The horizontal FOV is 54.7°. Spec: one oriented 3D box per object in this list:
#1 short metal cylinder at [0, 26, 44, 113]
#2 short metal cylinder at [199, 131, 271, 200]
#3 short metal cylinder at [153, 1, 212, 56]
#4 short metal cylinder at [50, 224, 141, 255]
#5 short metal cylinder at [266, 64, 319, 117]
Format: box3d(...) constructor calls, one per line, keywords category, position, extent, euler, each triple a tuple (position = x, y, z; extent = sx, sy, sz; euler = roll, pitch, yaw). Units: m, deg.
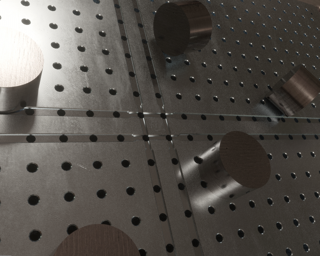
box3d(category="short metal cylinder", position=(-0.173, -0.064, 0.338), extent=(0.081, 0.050, 0.080), euler=(14, 56, -21))
box3d(category="short metal cylinder", position=(0.100, 0.051, 0.417), extent=(0.081, 0.050, 0.080), euler=(14, 56, -21))
box3d(category="short metal cylinder", position=(0.035, -0.158, 0.490), extent=(0.050, 0.080, 0.080), euler=(-24, 75, -37))
box3d(category="short metal cylinder", position=(-0.062, 0.133, 0.279), extent=(0.081, 0.050, 0.080), euler=(14, 56, -21))
box3d(category="short metal cylinder", position=(0.234, -0.065, 0.542), extent=(0.050, 0.080, 0.080), euler=(44, 51, 2))
